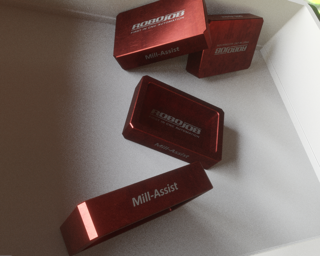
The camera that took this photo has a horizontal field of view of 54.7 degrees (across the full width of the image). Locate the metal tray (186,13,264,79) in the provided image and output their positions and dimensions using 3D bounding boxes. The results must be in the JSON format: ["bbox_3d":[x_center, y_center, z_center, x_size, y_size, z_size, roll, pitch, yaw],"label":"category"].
[{"bbox_3d":[0.106,-0.136,0.504,0.131,0.089,0.030,-17,40,-35],"label":"metal tray"}]

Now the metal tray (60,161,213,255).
[{"bbox_3d":[-0.023,0.078,0.305,0.131,0.090,0.030,-14,69,-34],"label":"metal tray"}]

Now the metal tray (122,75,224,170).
[{"bbox_3d":[0.023,-0.007,0.420,0.131,0.030,0.090,22,53,-15],"label":"metal tray"}]

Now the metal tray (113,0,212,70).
[{"bbox_3d":[0.002,-0.138,0.436,0.130,0.030,0.090,-11,58,16],"label":"metal tray"}]
